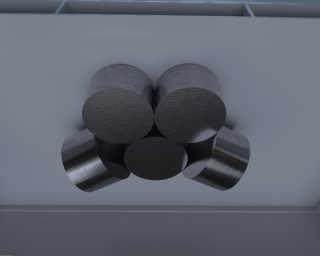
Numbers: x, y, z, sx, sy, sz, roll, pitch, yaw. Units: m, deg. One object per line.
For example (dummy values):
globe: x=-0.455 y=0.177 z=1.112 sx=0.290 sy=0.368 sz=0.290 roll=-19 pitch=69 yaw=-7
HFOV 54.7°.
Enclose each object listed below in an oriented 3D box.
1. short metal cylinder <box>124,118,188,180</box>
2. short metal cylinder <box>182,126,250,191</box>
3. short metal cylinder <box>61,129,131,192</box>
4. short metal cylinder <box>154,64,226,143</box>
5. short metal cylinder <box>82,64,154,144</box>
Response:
short metal cylinder: x=-0.005 y=0.024 z=0.411 sx=0.081 sy=0.050 sz=0.079 roll=0 pitch=130 yaw=0
short metal cylinder: x=0.070 y=0.035 z=0.401 sx=0.050 sy=0.080 sz=0.080 roll=24 pitch=126 yaw=-19
short metal cylinder: x=-0.080 y=0.037 z=0.402 sx=0.050 sy=0.080 sz=0.080 roll=-24 pitch=126 yaw=19
short metal cylinder: x=0.034 y=-0.028 z=0.367 sx=0.081 sy=0.050 sz=0.079 roll=0 pitch=130 yaw=0
short metal cylinder: x=-0.047 y=-0.028 z=0.367 sx=0.081 sy=0.050 sz=0.079 roll=0 pitch=130 yaw=0
